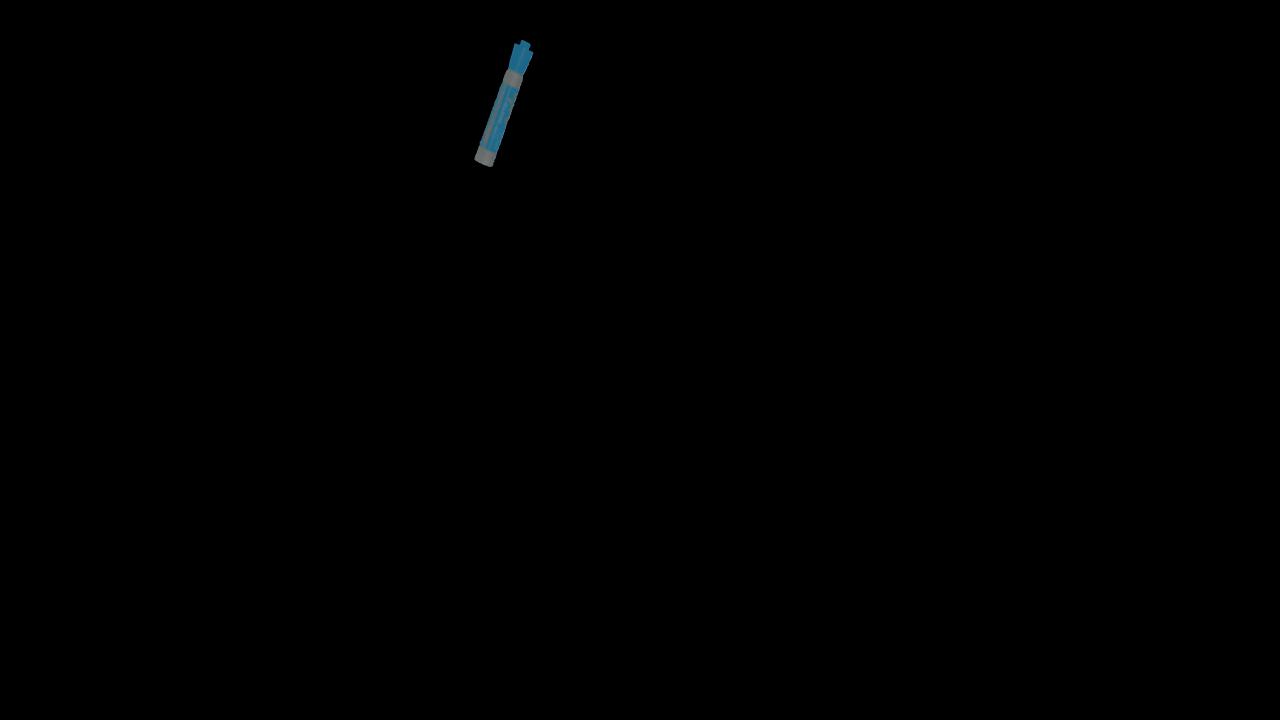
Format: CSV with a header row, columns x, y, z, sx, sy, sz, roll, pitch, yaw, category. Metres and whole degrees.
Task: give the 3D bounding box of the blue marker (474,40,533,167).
x,y,z,sx,sy,sz,roll,pitch,yaw,category
-0.133,-0.249,0.600,0.020,0.121,0.020,23,20,-9,blue marker
